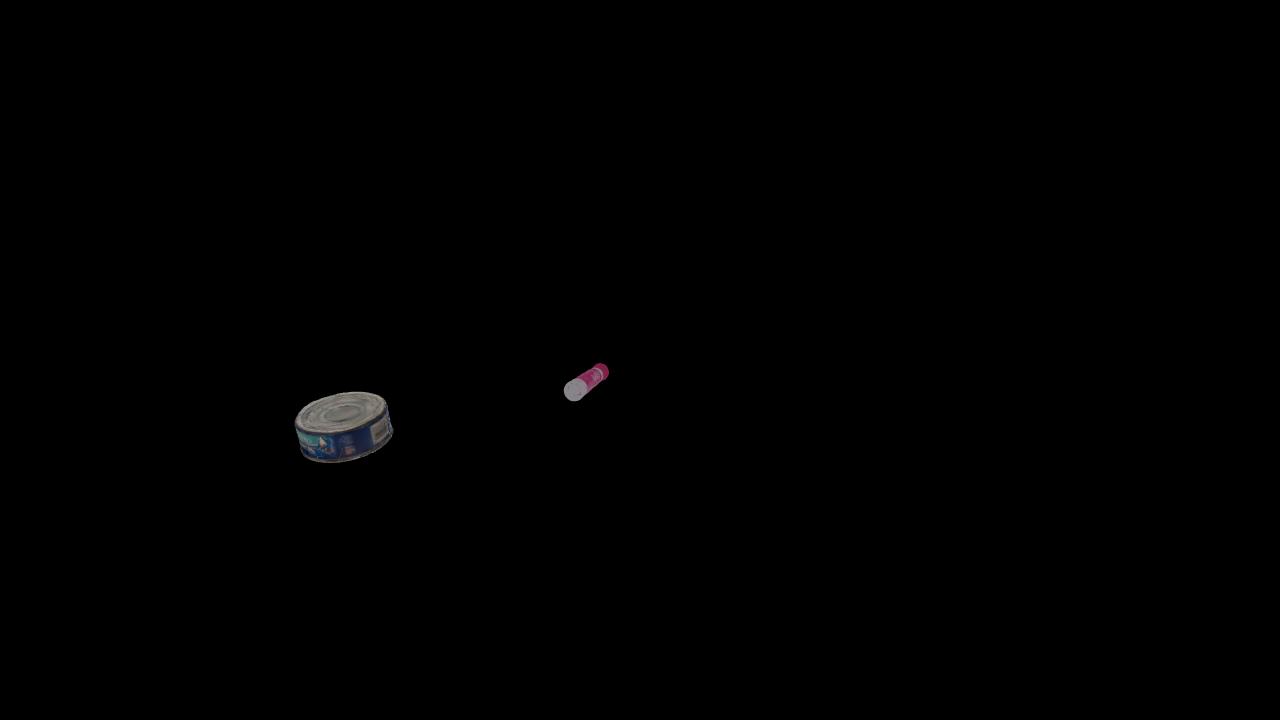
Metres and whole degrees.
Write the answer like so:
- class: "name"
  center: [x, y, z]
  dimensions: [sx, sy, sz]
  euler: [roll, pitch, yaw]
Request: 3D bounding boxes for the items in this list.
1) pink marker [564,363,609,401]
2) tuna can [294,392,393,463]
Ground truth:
- class: "pink marker"
  center: [-0.050, 0.020, 0.602]
  dimensions: [0.020, 0.020, 0.121]
  euler: [0, 7, 8]
- class: "tuna can"
  center: [-0.289, 0.063, 0.601]
  dimensions: [0.084, 0.034, 0.084]
  euler: [0, 26, 0]
